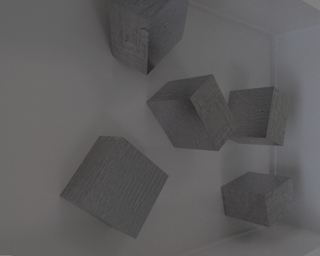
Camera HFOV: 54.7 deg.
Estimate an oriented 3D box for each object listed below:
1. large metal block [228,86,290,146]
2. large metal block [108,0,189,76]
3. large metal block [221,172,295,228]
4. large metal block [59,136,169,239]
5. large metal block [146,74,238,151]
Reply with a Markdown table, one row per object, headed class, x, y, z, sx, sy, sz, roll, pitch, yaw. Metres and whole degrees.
| class | x | y | z | sx | sy | sz | roll | pitch | yaw |
| --- | --- | --- | --- | --- | --- | --- | --- | --- | --- |
| large metal block | 0.154 | -0.017 | 0.500 | 0.050 | 0.080 | 0.080 | 21 | 77 | -38 |
| large metal block | -0.011 | -0.122 | 0.353 | 0.080 | 0.050 | 0.080 | -51 | 165 | -27 |
| large metal block | 0.159 | 0.112 | 0.504 | 0.081 | 0.080 | 0.050 | -17 | 101 | -39 |
| large metal block | -0.049 | 0.065 | 0.350 | 0.080 | 0.050 | 0.080 | 44 | 63 | -31 |
| large metal block | 0.042 | -0.018 | 0.405 | 0.050 | 0.080 | 0.080 | -46 | 118 | -30 |
